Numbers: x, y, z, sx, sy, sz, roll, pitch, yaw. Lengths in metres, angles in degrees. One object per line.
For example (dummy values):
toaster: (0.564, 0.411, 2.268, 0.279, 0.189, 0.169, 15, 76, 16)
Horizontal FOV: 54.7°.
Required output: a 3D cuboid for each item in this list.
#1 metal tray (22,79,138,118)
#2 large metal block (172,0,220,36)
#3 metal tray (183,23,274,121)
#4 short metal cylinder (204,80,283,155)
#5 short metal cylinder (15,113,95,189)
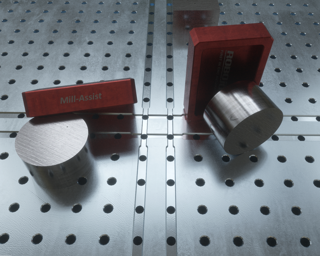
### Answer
metal tray: (-0.099, -0.043, 0.406, 0.131, 0.030, 0.090, -8, 11, -7)
large metal block: (0.062, -0.215, 0.573, 0.081, 0.050, 0.080, 0, 50, -1)
metal tray: (0.080, -0.066, 0.395, 0.091, 0.129, 0.030, -6, 51, -5)
short metal cylinder: (0.102, -0.012, 0.383, 0.081, 0.080, 0.050, -18, 53, -15)
short metal cylinder: (-0.122, 0.025, 0.369, 0.081, 0.050, 0.080, 0, 50, 0)
